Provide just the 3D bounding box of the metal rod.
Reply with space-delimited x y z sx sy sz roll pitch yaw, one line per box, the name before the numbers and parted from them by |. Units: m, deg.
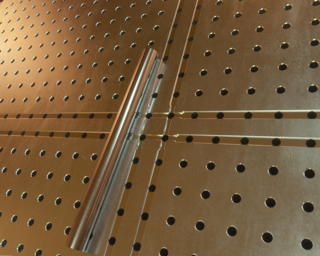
metal rod | -0.059 0.014 0.428 0.025 0.025 0.300 5 64 30
